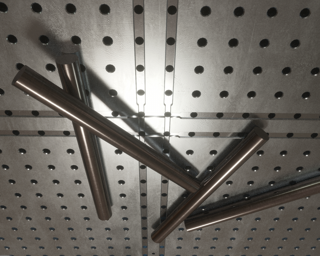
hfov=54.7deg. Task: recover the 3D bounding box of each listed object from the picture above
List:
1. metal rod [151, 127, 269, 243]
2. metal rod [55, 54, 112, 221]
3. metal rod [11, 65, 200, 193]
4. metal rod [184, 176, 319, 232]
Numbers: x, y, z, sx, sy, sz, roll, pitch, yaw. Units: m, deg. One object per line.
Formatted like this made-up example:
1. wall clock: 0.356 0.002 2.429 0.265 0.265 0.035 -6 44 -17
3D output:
1. metal rod: 0.066 0.107 0.504 0.025 0.025 0.298 23 126 -19
2. metal rod: -0.100 0.037 0.441 0.025 0.025 0.298 -1 130 1
3. metal rod: -0.046 0.018 0.404 0.025 0.025 0.301 -34 129 25
4. metal rod: 0.181 0.121 0.517 0.300 0.025 0.025 -23 127 18
